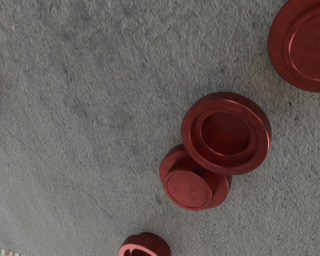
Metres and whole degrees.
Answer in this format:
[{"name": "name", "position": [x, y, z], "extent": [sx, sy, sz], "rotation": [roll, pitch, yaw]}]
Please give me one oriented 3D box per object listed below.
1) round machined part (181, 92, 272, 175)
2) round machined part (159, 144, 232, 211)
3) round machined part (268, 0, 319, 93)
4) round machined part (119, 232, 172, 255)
[{"name": "round machined part", "position": [0.077, 0.003, 0.357], "extent": [0.098, 0.042, 0.097], "rotation": [13, 124, 21]}, {"name": "round machined part", "position": [0.043, 0.073, 0.418], "extent": [0.098, 0.042, 0.097], "rotation": [13, 124, 21]}, {"name": "round machined part", "position": [0.146, -0.075, 0.272], "extent": [0.098, 0.042, 0.097], "rotation": [13, 124, 21]}, {"name": "round machined part", "position": [-0.020, 0.223, 0.544], "extent": [0.098, 0.042, 0.097], "rotation": [13, 124, 21]}]
